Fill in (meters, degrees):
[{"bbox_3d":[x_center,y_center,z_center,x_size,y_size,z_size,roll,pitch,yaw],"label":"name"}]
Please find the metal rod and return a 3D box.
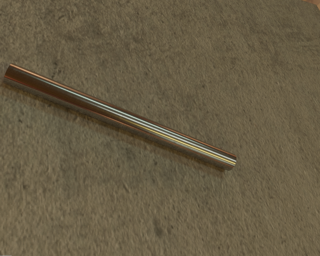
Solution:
[{"bbox_3d":[-0.036,-0.007,0.389,0.302,0.025,0.025,22,53,-15],"label":"metal rod"}]
